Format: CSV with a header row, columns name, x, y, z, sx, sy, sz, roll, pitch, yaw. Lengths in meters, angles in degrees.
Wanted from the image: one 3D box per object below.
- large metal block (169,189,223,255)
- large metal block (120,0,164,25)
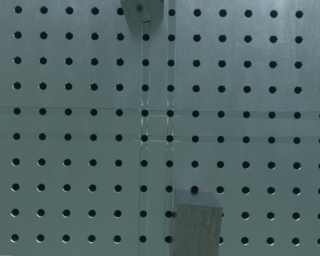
name,x,y,z,sx,sy,sz,roll,pitch,yaw
large metal block,0.042,0.126,0.386,0.050,0.080,0.080,6,90,0
large metal block,-0.028,-0.185,0.386,0.050,0.080,0.080,-12,90,0
